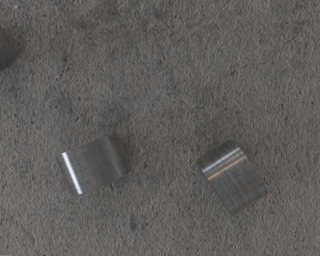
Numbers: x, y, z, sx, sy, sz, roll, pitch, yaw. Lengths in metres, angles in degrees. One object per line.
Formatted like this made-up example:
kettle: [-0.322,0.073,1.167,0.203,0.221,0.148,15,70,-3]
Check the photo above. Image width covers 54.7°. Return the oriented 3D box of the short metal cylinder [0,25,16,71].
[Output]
short metal cylinder: [-0.229,-0.100,0.381,0.080,0.080,0.050,-29,90,0]

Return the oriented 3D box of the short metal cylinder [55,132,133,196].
short metal cylinder: [-0.080,0.043,0.382,0.080,0.080,0.050,-22,90,0]

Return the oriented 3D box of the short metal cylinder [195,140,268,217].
short metal cylinder: [0.087,0.061,0.383,0.050,0.080,0.080,-33,90,0]
